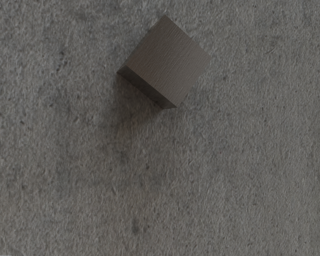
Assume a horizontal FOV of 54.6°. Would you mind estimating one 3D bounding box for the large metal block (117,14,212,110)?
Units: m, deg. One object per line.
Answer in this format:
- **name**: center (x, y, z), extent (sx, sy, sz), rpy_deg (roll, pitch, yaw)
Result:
- **large metal block**: center (0.005, -0.081, 0.397), extent (0.080, 0.050, 0.080), rpy_deg (38, 78, -16)
